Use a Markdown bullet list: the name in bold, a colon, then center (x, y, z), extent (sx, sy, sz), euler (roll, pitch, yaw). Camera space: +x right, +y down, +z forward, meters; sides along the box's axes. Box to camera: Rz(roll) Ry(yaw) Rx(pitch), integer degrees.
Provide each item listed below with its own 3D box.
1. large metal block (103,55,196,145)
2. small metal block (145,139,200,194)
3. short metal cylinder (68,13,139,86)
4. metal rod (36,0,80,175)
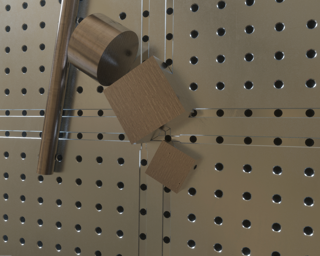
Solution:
- **large metal block**: center (-0.013, -0.034, 0.403), extent (0.080, 0.050, 0.080), euler (-32, 80, 17)
- **small metal block**: center (0.017, 0.049, 0.406), extent (0.050, 0.025, 0.050), euler (31, 100, 17)
- **short metal cylinder**: center (-0.073, -0.102, 0.408), extent (0.050, 0.080, 0.080), euler (35, 101, 16)
- **metal rod**: center (-0.151, -0.078, 0.464), extent (0.025, 0.025, 0.298), euler (11, 94, 19)
